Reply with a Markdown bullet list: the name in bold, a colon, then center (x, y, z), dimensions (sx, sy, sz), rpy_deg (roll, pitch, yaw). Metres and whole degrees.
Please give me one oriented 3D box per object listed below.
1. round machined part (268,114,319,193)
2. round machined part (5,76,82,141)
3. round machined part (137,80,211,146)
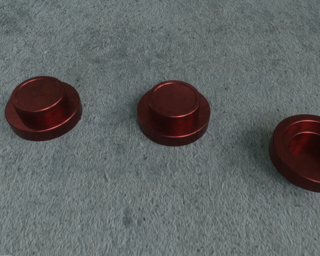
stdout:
- **round machined part**: center (0.178, 0.033, 0.365), dimensions (0.099, 0.042, 0.098), rpy_deg (0, 50, 0)
- **round machined part**: center (-0.159, -0.033, 0.419), dimensions (0.099, 0.042, 0.098), rpy_deg (0, 50, 0)
- **round machined part**: center (0.019, -0.026, 0.414), dimensions (0.099, 0.042, 0.098), rpy_deg (0, 50, 0)
